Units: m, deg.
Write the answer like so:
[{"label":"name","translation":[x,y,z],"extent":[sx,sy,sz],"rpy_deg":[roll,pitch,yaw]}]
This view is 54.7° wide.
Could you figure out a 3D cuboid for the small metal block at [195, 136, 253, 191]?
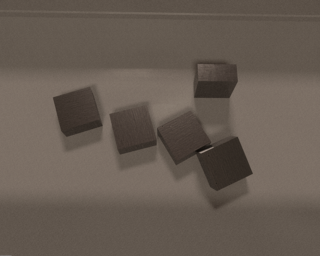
[{"label":"small metal block","translation":[0.079,0.043,0.386],"extent":[0.050,0.025,0.050],"rpy_deg":[-24,94,-9]}]

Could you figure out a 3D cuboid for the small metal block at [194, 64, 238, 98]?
[{"label":"small metal block","translation":[0.074,-0.063,0.420],"extent":[0.050,0.050,0.025],"rpy_deg":[0,70,0]}]

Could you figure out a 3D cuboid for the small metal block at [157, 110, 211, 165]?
[{"label":"small metal block","translation":[0.031,0.013,0.405],"extent":[0.050,0.025,0.050],"rpy_deg":[-28,73,-10]}]

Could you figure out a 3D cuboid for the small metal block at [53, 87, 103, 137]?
[{"label":"small metal block","translation":[-0.110,-0.022,0.416],"extent":[0.050,0.025,0.050],"rpy_deg":[-18,71,-7]}]

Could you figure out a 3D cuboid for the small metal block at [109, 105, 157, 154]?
[{"label":"small metal block","translation":[-0.035,0.002,0.408],"extent":[0.050,0.025,0.050],"rpy_deg":[-14,71,-6]}]
